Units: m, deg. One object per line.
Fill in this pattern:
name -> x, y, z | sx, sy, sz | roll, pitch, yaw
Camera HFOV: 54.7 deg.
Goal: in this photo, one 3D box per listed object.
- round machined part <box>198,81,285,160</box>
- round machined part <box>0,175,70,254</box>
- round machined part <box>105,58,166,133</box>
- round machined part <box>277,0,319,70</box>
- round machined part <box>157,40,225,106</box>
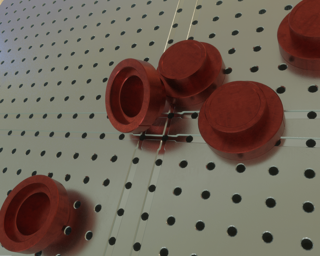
round machined part -> 0.091, -0.016, 0.359 | 0.098, 0.042, 0.098 | -13, 56, 20
round machined part -> -0.160, 0.115, 0.409 | 0.098, 0.042, 0.098 | -13, 56, 20
round machined part -> -0.029, -0.042, 0.418 | 0.098, 0.042, 0.097 | -2, 87, 48
round machined part -> 0.192, -0.121, 0.371 | 0.098, 0.042, 0.098 | -13, 56, 20
round machined part -> 0.037, -0.082, 0.428 | 0.098, 0.042, 0.098 | -13, 56, 20
